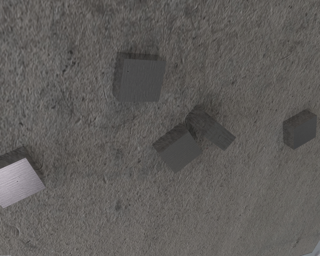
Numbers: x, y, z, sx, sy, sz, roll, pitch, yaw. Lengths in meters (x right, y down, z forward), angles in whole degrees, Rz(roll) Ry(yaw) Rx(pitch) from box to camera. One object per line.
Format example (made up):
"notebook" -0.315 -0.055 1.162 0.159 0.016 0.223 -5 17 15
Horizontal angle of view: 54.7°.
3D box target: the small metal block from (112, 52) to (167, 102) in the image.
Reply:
"small metal block" -0.025 -0.058 0.357 0.050 0.025 0.050 -3 120 -27

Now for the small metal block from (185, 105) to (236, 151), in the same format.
"small metal block" 0.070 0.000 0.428 0.050 0.050 0.025 34 99 -39

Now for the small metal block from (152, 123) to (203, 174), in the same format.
"small metal block" 0.025 0.029 0.438 0.050 0.025 0.050 -38 129 -3

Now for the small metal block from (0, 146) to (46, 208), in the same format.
"small metal block" -0.166 0.055 0.350 0.050 0.025 0.050 -25 128 -13

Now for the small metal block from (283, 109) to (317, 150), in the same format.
"small metal block" 0.245 0.003 0.542 0.050 0.025 0.050 -28 128 -11
